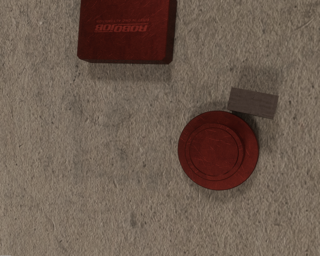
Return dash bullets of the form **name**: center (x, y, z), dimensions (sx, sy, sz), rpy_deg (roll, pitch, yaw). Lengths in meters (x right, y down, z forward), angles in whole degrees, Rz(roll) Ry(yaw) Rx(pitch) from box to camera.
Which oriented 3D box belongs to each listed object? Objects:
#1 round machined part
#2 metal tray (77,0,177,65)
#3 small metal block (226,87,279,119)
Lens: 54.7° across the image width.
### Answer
- **round machined part**: center (0.068, 0.027, 0.375), dimensions (0.098, 0.042, 0.097), rpy_deg (0, 90, 19)
- **metal tray**: center (-0.046, -0.135, 0.422), dimensions (0.130, 0.030, 0.089), rpy_deg (5, 92, 19)
- **small metal block**: center (0.108, -0.028, 0.358), dimensions (0.050, 0.050, 0.025), rpy_deg (14, 95, 19)
